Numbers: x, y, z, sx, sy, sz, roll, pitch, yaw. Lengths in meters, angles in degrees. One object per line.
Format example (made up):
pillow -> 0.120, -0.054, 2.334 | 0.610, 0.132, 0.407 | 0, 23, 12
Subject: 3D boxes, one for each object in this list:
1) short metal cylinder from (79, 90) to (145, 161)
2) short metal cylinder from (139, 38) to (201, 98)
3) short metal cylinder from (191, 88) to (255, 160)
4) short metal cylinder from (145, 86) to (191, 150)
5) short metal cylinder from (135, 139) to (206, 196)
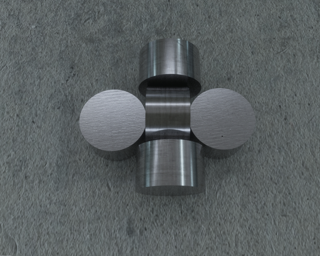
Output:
short metal cylinder -> -0.057, -0.002, 0.396 | 0.081, 0.050, 0.080 | 0, 70, -1
short metal cylinder -> 0.013, -0.073, 0.407 | 0.081, 0.080, 0.050 | 0, 70, 0
short metal cylinder -> 0.075, -0.004, 0.397 | 0.080, 0.050, 0.080 | 0, 70, 0
short metal cylinder -> 0.009, -0.012, 0.385 | 0.050, 0.080, 0.080 | 0, 70, 0
short metal cylinder -> 0.012, 0.049, 0.363 | 0.081, 0.080, 0.050 | 0, 70, 0
